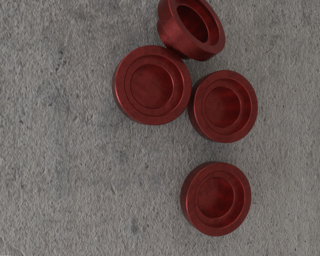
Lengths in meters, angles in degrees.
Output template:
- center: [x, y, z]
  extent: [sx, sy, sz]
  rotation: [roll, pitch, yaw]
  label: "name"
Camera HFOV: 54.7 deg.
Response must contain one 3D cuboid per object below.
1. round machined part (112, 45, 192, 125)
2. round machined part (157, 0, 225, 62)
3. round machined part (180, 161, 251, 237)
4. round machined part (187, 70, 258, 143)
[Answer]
- center: [-0.013, -0.052, 0.395]
  extent: [0.099, 0.042, 0.097]
  rotation: [0, 90, -20]
  label: "round machined part"
- center: [0.035, -0.128, 0.398]
  extent: [0.099, 0.042, 0.098]
  rotation: [21, 56, -33]
  label: "round machined part"
- center: [0.072, 0.094, 0.427]
  extent: [0.099, 0.042, 0.097]
  rotation: [0, 90, -20]
  label: "round machined part"
- center: [0.082, -0.029, 0.430]
  extent: [0.099, 0.042, 0.097]
  rotation: [0, 90, -20]
  label: "round machined part"
